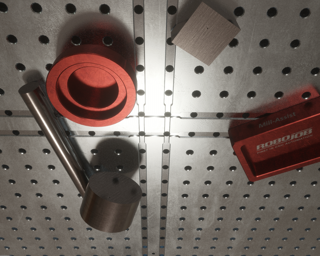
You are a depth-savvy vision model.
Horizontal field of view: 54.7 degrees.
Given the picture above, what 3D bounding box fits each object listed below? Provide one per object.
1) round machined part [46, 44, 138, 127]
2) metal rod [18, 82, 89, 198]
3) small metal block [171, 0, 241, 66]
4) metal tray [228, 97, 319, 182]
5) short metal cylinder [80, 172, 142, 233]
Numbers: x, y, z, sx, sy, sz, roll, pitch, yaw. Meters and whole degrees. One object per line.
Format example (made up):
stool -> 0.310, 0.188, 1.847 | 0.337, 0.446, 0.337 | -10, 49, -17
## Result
round machined part -> -0.075, -0.051, 0.356 | 0.099, 0.042, 0.097 | -1, 130, 0
metal rod -> -0.126, 0.063, 0.463 | 0.025, 0.025, 0.298 | -9, 130, 7
small metal block -> 0.047, -0.102, 0.326 | 0.050, 0.025, 0.050 | 27, 125, -22
metal tray -> 0.172, 0.020, 0.427 | 0.130, 0.030, 0.090 | -21, 127, 16
short metal cylinder -> -0.072, 0.107, 0.458 | 0.081, 0.080, 0.050 | 15, 109, -13
